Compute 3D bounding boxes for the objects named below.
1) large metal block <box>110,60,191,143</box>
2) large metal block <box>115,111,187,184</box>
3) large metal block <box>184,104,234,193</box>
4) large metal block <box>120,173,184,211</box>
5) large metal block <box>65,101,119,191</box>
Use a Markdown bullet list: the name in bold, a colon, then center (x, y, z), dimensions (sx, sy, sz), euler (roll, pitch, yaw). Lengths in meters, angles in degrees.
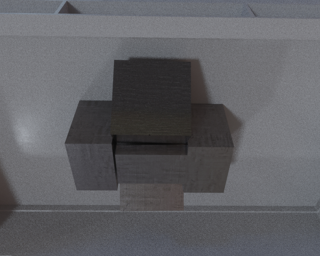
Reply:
- **large metal block**: center (-0.009, -0.026, 0.341), dimensions (0.081, 0.080, 0.050), euler (1, 168, -1)
- **large metal block**: center (-0.010, 0.023, 0.391), dimensions (0.081, 0.080, 0.050), euler (1, 130, -1)
- **large metal block**: center (0.055, 0.025, 0.393), dimensions (0.050, 0.080, 0.079), euler (1, 130, -1)
- **large metal block**: center (-0.011, 0.081, 0.431), dimensions (0.081, 0.080, 0.050), euler (0, 88, -2)
- **large metal block**: center (-0.078, 0.021, 0.389), dimensions (0.050, 0.080, 0.079), euler (0, 130, -1)
